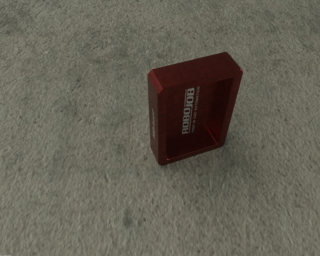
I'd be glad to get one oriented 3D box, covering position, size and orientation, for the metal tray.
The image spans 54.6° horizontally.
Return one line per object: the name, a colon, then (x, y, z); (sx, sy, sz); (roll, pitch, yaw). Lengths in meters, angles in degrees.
metal tray: (0.035, -0.016, 0.349); (0.091, 0.129, 0.030); (-16, 52, -13)
